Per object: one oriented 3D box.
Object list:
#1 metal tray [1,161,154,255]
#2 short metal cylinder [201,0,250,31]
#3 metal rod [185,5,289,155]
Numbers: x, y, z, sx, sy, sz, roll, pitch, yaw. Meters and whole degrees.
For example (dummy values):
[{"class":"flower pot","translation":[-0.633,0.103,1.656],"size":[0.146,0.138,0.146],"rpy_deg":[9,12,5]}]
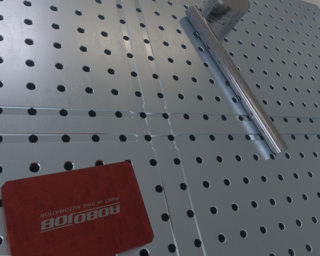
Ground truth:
[{"class":"metal tray","translation":[-0.080,0.088,0.308],"size":[0.131,0.030,0.090],"rpy_deg":[-7,65,-31]},{"class":"short metal cylinder","translation":[0.127,-0.238,0.605],"size":[0.081,0.050,0.080],"rpy_deg":[14,56,-21]},{"class":"metal rod","translation":[0.125,-0.090,0.529],"size":[0.025,0.025,0.299],"rpy_deg":[-17,70,-35]}]
